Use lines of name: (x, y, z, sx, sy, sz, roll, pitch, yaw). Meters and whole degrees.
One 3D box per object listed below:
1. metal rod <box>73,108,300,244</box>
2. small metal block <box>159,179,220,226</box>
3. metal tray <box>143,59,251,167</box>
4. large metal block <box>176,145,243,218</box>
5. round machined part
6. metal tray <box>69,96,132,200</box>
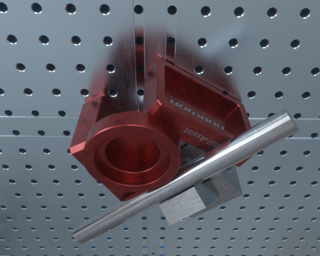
metal rod: (0.009, 0.067, 0.350, 0.299, 0.025, 0.025, -33, 123, 24)
small metal block: (0.035, 0.084, 0.360, 0.050, 0.050, 0.025, -35, 78, 25)
metal tray: (0.045, -0.018, 0.353, 0.131, 0.090, 0.030, 25, 127, -20)
large metal block: (0.058, 0.064, 0.427, 0.080, 0.080, 0.050, -34, 123, 25)
round machined part: (-0.028, 0.021, 0.327, 0.099, 0.042, 0.097, -1, 130, 0)
metal tray: (-0.054, 0.034, 0.396, 0.030, 0.090, 0.130, -23, 127, 18)
